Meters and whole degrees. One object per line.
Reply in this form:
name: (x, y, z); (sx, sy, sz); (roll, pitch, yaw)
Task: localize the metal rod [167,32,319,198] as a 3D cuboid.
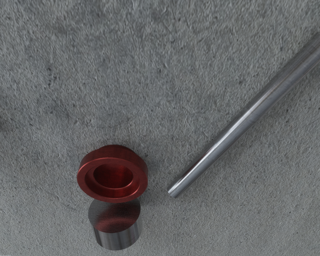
metal rod: (0.099, 0.003, 0.410); (0.025, 0.025, 0.298); (25, 126, -20)

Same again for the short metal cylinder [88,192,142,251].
short metal cylinder: (-0.070, 0.145, 0.494); (0.081, 0.080, 0.050); (-1, 130, 1)

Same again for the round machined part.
round machined part: (-0.066, 0.062, 0.448); (0.099, 0.042, 0.097); (0, 130, 0)
